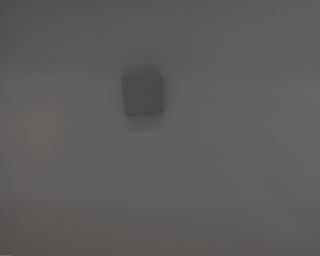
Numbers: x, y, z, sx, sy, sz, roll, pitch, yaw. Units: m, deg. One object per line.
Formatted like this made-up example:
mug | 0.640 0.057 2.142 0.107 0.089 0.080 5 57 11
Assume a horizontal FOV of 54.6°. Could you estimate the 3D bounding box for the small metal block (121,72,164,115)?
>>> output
small metal block | -0.023 -0.044 0.411 0.050 0.025 0.050 -7 90 0
